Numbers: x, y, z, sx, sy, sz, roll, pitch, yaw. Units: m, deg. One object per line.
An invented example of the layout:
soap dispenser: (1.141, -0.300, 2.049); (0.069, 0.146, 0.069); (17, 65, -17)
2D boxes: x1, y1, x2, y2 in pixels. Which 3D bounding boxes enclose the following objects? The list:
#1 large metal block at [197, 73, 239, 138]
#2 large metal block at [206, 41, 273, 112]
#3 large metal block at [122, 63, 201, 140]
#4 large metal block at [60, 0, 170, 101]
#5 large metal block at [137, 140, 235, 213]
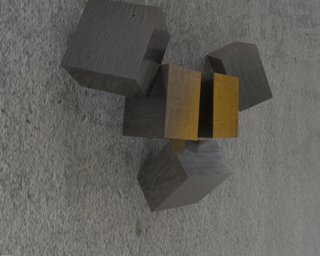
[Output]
large metal block: (0.058, -0.028, 0.422); (0.050, 0.080, 0.079); (1, 90, -40)
large metal block: (0.116, -0.079, 0.462); (0.050, 0.080, 0.080); (-24, 109, 2)
large metal block: (0.000, -0.028, 0.373); (0.050, 0.080, 0.080); (6, 86, -40)
large metal block: (-0.043, -0.082, 0.324); (0.050, 0.080, 0.080); (59, 47, -69)
large metal block: (0.031, 0.059, 0.391); (0.081, 0.080, 0.050); (1, 50, -40)
